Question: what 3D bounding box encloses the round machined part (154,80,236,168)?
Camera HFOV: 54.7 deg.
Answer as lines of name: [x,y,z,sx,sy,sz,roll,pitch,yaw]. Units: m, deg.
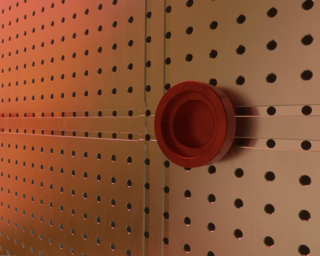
round machined part: [0.044,-0.004,0.361,0.098,0.042,0.097,0,90,39]
